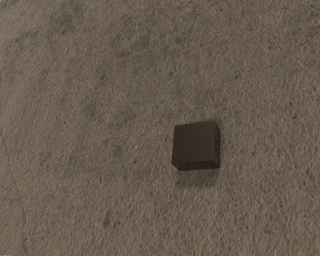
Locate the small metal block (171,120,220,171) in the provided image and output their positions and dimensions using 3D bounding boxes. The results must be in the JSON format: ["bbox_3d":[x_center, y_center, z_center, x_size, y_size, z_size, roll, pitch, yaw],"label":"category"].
[{"bbox_3d":[0.043,0.022,0.367,0.050,0.025,0.050,-7,58,24],"label":"small metal block"}]
